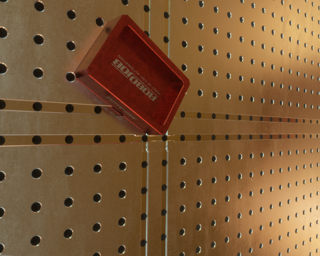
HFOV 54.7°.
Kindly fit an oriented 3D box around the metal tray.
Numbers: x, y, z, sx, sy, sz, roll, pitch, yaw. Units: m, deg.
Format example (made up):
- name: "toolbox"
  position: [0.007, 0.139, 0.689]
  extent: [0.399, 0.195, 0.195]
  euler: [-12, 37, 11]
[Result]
- name: "metal tray"
  position: [-0.027, -0.061, 0.384]
  extent: [0.130, 0.030, 0.090]
  euler: [40, 65, -33]
